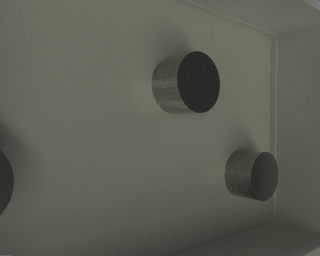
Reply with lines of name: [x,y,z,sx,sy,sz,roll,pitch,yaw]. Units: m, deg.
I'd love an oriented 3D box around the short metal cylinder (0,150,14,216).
short metal cylinder: [-0.168,0.044,0.250,0.081,0.050,0.080,0,90,-40]

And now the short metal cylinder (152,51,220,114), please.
short metal cylinder: [0.036,-0.059,0.420,0.081,0.050,0.080,0,90,-40]

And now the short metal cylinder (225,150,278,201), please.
short metal cylinder: [0.154,0.078,0.519,0.081,0.050,0.080,0,90,-40]
